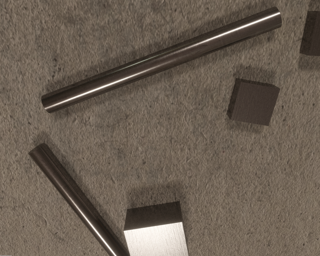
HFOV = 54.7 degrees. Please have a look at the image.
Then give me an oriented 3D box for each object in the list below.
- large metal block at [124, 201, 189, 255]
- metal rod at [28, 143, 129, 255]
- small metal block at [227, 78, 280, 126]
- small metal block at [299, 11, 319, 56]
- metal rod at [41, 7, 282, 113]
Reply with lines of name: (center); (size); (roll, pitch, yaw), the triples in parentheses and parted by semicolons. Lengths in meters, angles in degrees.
large metal block: (-0.003, 0.161, 0.456); (0.080, 0.050, 0.079); (-10, 110, 3)
metal rod: (-0.092, 0.149, 0.463); (0.025, 0.025, 0.299); (-28, 108, 9)
small metal block: (0.119, -0.034, 0.399); (0.050, 0.025, 0.050); (9, 110, -4)
small metal block: (0.203, -0.113, 0.371); (0.050, 0.025, 0.050); (2, 110, -2)
metal rod: (-0.003, -0.080, 0.380); (0.301, 0.025, 0.025); (-19, 109, 6)
